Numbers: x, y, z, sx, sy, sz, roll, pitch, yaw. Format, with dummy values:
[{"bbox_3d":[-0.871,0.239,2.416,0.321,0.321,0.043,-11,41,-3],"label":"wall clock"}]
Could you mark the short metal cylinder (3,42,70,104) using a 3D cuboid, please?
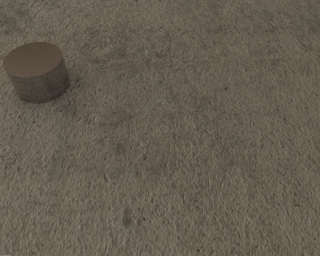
[{"bbox_3d":[-0.178,-0.082,0.454,0.081,0.050,0.080,0,50,0],"label":"short metal cylinder"}]
